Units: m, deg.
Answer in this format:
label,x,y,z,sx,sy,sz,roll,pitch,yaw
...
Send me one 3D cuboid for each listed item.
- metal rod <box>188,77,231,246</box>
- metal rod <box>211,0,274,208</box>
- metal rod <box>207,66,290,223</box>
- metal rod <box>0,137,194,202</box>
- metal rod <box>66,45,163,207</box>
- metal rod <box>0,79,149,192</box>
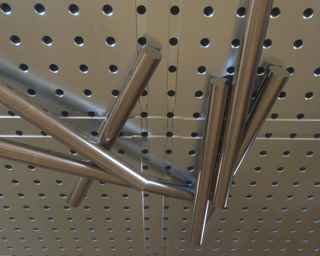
label,x,y,z,sx,sy,sz,roll,pitch,yaw
metal rod,0.066,0.068,0.449,0.025,0.025,0.298,2,124,-2
metal rod,0.094,-0.010,0.385,0.025,0.025,0.298,1,125,-1
metal rod,0.107,0.046,0.451,0.025,0.025,0.298,9,130,-8
metal rod,-0.071,0.065,0.436,0.302,0.025,0.025,19,128,-27
metal rod,-0.076,0.018,0.426,0.025,0.025,0.298,21,127,-17
metal rod,-0.137,-0.007,0.382,0.301,0.025,0.025,36,121,-19
